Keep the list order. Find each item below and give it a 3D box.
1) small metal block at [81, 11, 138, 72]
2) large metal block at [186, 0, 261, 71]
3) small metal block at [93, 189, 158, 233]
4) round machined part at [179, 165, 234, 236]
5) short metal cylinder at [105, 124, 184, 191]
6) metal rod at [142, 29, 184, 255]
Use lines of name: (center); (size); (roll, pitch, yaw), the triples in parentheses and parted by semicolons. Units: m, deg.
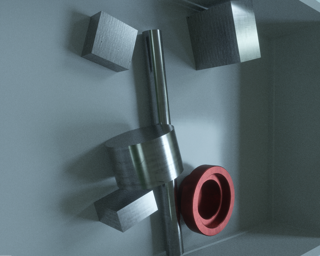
small metal block: (-0.058, -0.098, 0.359); (0.050, 0.025, 0.050); (18, 79, -39)
large metal block: (0.091, -0.132, 0.450); (0.050, 0.080, 0.079); (-21, 104, -38)
small metal block: (-0.040, 0.091, 0.359); (0.050, 0.050, 0.025); (-24, 106, -38)
round machined part: (0.063, 0.102, 0.448); (0.099, 0.042, 0.097); (0, 89, -44)
short metal cylinder: (-0.017, 0.031, 0.358); (0.081, 0.080, 0.050); (-23, 105, -38)
metal rod: (0.005, 0.024, 0.412); (0.025, 0.025, 0.298); (-10, 97, -40)
